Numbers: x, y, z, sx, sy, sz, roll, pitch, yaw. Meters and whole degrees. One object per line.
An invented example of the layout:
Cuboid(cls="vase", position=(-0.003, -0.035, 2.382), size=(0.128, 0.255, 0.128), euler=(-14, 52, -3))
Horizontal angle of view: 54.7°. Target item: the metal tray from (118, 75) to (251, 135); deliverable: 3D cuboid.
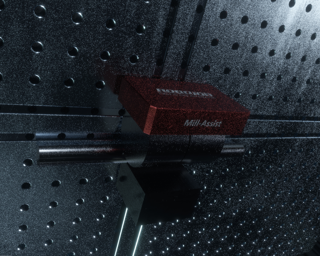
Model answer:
Cuboid(cls="metal tray", position=(0.027, -0.026, 0.363), size=(0.131, 0.090, 0.030), euler=(1, 118, -29))

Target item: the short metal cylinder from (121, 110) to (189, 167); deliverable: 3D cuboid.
Cuboid(cls="short metal cylinder", position=(-0.008, 0.006, 0.371), size=(0.050, 0.080, 0.079), euler=(0, 118, -29))

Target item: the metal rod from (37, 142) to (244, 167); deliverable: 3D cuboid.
Cuboid(cls="metal rod", position=(-0.006, 0.033, 0.424), size=(0.303, 0.025, 0.025), euler=(1, 118, -29))

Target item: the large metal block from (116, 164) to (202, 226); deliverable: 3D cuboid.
Cuboid(cls="large metal block", position=(-0.005, 0.079, 0.417), size=(0.081, 0.080, 0.050), euler=(1, 118, -29))

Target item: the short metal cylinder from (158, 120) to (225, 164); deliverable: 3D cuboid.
Cuboid(cls="short metal cylinder", position=(0.038, 0.006, 0.397), size=(0.050, 0.080, 0.079), euler=(2, 118, -29))
